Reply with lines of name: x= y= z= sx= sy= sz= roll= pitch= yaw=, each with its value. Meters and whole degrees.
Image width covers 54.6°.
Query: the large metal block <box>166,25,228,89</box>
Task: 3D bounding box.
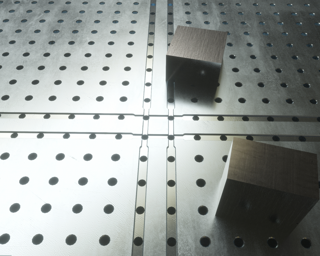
large metal block: x=0.058 y=-0.112 z=0.486 sx=0.080 sy=0.050 sz=0.080 roll=11 pitch=51 yaw=9

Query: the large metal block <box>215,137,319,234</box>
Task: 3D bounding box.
large metal block: x=0.107 y=0.061 z=0.321 sx=0.080 sy=0.080 sz=0.050 roll=12 pitch=51 yaw=10
